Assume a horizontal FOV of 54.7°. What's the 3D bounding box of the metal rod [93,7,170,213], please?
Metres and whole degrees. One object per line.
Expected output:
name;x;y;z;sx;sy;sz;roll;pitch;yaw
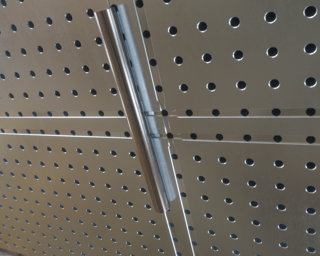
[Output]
metal rod;-0.031;-0.006;0.421;0.025;0.025;0.298;0;118;28
